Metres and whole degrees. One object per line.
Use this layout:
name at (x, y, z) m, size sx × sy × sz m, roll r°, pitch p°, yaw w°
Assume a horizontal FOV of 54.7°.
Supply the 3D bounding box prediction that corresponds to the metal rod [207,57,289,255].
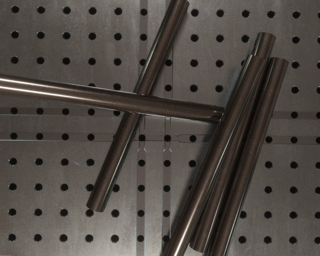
metal rod at (0.114, 0.052, 0.414) m, size 0.025 × 0.025 × 0.298 m, roll 18°, pitch 90°, yaw -1°

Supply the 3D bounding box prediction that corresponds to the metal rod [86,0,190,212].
metal rod at (-0.029, -0.032, 0.412) m, size 0.025 × 0.025 × 0.299 m, roll 22°, pitch 90°, yaw -1°

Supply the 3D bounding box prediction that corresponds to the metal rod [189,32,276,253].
metal rod at (0.097, 0.019, 0.414) m, size 0.025 × 0.025 × 0.298 m, roll 18°, pitch 90°, yaw -1°

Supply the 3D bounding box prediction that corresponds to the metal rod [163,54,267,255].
metal rod at (0.065, 0.052, 0.398) m, size 0.025 × 0.025 × 0.298 m, roll 22°, pitch 96°, yaw -1°

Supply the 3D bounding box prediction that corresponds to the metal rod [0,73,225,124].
metal rod at (-0.059, -0.034, 0.378) m, size 0.302 × 0.025 × 0.025 m, roll 7°, pitch 90°, yaw -14°
